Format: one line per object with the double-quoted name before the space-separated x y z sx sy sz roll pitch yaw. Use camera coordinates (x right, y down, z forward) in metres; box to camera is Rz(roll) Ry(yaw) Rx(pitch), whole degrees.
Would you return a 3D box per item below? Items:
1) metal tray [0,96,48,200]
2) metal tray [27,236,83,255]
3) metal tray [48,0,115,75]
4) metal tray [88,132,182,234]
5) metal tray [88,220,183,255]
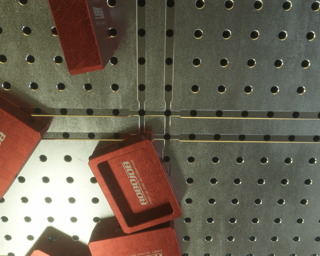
"metal tray" -0.225 0.028 0.418 0.090 0.030 0.129 34 106 -12
"metal tray" -0.186 0.246 0.499 0.090 0.030 0.129 35 106 -12
"metal tray" -0.076 -0.111 0.315 0.030 0.130 0.089 -11 110 0
"metal tray" -0.032 0.080 0.439 0.090 0.030 0.129 -20 109 6
"metal tray" -0.034 0.192 0.481 0.131 0.030 0.089 -12 110 4
